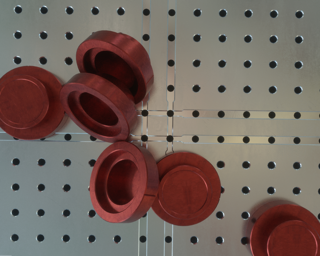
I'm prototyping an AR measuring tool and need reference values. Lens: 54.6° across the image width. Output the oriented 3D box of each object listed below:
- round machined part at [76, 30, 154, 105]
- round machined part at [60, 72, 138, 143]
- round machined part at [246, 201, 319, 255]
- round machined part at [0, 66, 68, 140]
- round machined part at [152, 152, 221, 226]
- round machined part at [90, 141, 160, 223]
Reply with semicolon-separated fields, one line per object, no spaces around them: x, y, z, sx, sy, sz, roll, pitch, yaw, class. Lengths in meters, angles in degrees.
-0.051;-0.078;0.386;0.098;0.098;0.042;32;55;0;round machined part
-0.071;-0.030;0.386;0.098;0.098;0.042;32;55;0;round machined part
0.168;0.149;0.406;0.099;0.042;0.097;0;90;0;round machined part
-0.172;-0.033;0.404;0.099;0.042;0.097;0;90;0;round machined part
0.031;0.080;0.405;0.099;0.042;0.097;0;90;0;round machined part
-0.039;0.068;0.388;0.098;0.042;0.098;-13;68;36;round machined part
